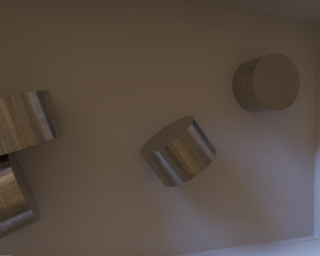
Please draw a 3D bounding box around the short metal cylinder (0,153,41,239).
[{"bbox_3d":[-0.165,0.071,0.321,0.050,0.080,0.080,-24,98,-18],"label":"short metal cylinder"}]

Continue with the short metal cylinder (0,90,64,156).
[{"bbox_3d":[-0.149,-0.004,0.326,0.081,0.080,0.050,-19,97,-19],"label":"short metal cylinder"}]

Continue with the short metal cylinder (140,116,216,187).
[{"bbox_3d":[0.023,0.028,0.390,0.080,0.080,0.050,-39,103,-16],"label":"short metal cylinder"}]

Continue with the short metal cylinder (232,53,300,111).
[{"bbox_3d":[0.155,-0.064,0.454,0.081,0.050,0.080,0,90,-20],"label":"short metal cylinder"}]
